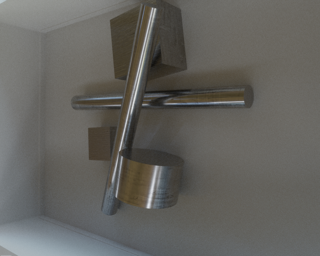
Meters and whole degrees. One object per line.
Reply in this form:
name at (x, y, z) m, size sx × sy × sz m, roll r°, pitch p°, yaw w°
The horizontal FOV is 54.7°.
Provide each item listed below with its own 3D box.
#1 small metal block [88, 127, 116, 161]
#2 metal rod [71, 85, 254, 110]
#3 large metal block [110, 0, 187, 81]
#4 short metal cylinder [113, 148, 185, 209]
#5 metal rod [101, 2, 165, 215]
small metal block at (-0.083, 0.024, 0.473) m, size 0.050 × 0.025 × 0.050 m, roll -3°, pitch 88°, yaw 39°
metal rod at (-0.022, -0.038, 0.422) m, size 0.300 × 0.025 × 0.025 m, roll 2°, pitch 91°, yaw 39°
large metal block at (-0.016, -0.109, 0.402) m, size 0.080 × 0.050 × 0.080 m, roll -9°, pitch 84°, yaw 39°
short metal cylinder at (-0.014, 0.059, 0.380) m, size 0.080 × 0.081 × 0.050 m, roll 15°, pitch 100°, yaw 38°
metal rod at (-0.042, -0.003, 0.397) m, size 0.025 × 0.025 × 0.298 m, roll 37°, pitch 125°, yaw 33°
